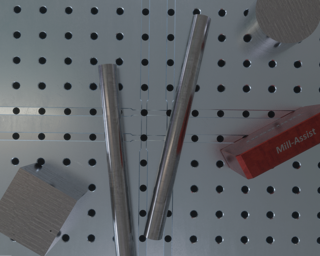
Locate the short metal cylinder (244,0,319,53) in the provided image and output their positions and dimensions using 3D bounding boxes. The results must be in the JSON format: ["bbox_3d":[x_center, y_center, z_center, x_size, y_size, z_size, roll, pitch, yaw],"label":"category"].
[{"bbox_3d":[0.156,-0.143,0.402,0.081,0.050,0.079,0,90,0],"label":"short metal cylinder"}]

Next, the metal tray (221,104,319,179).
[{"bbox_3d":[0.148,0.014,0.381,0.130,0.090,0.030,-28,90,0],"label":"metal tray"}]

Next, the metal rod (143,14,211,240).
[{"bbox_3d":[0.023,-0.001,0.413,0.025,0.025,0.298,13,90,0],"label":"metal rod"}]

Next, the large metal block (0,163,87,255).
[{"bbox_3d":[-0.155,0.102,0.400,0.080,0.050,0.080,31,90,0],"label":"large metal block"}]

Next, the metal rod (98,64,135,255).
[{"bbox_3d":[-0.056,0.066,0.412,0.025,0.025,0.298,-5,90,0],"label":"metal rod"}]
